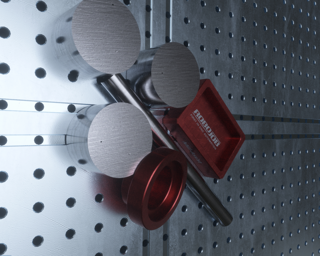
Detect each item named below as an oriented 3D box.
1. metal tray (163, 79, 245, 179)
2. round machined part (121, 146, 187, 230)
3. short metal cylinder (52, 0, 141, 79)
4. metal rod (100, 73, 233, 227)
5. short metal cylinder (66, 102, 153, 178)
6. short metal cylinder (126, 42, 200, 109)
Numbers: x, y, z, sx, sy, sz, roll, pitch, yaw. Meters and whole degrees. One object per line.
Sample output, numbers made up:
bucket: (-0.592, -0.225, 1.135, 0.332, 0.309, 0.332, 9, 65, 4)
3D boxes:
metal tray: (0.071, 0.003, 0.464, 0.130, 0.030, 0.090, 51, 61, -28)
round machined part: (-0.009, 0.069, 0.376, 0.099, 0.042, 0.097, -34, 133, -47)
short metal cylinder: (-0.068, -0.095, 0.335, 0.081, 0.050, 0.080, 0, 90, -40)
metal rod: (0.023, 0.043, 0.429, 0.300, 0.025, 0.025, 52, 60, -27)
short metal cylinder: (-0.056, 0.013, 0.346, 0.081, 0.050, 0.080, 0, 90, -40)
short metal cylinder: (0.005, -0.065, 0.396, 0.081, 0.050, 0.080, 0, 90, -40)
